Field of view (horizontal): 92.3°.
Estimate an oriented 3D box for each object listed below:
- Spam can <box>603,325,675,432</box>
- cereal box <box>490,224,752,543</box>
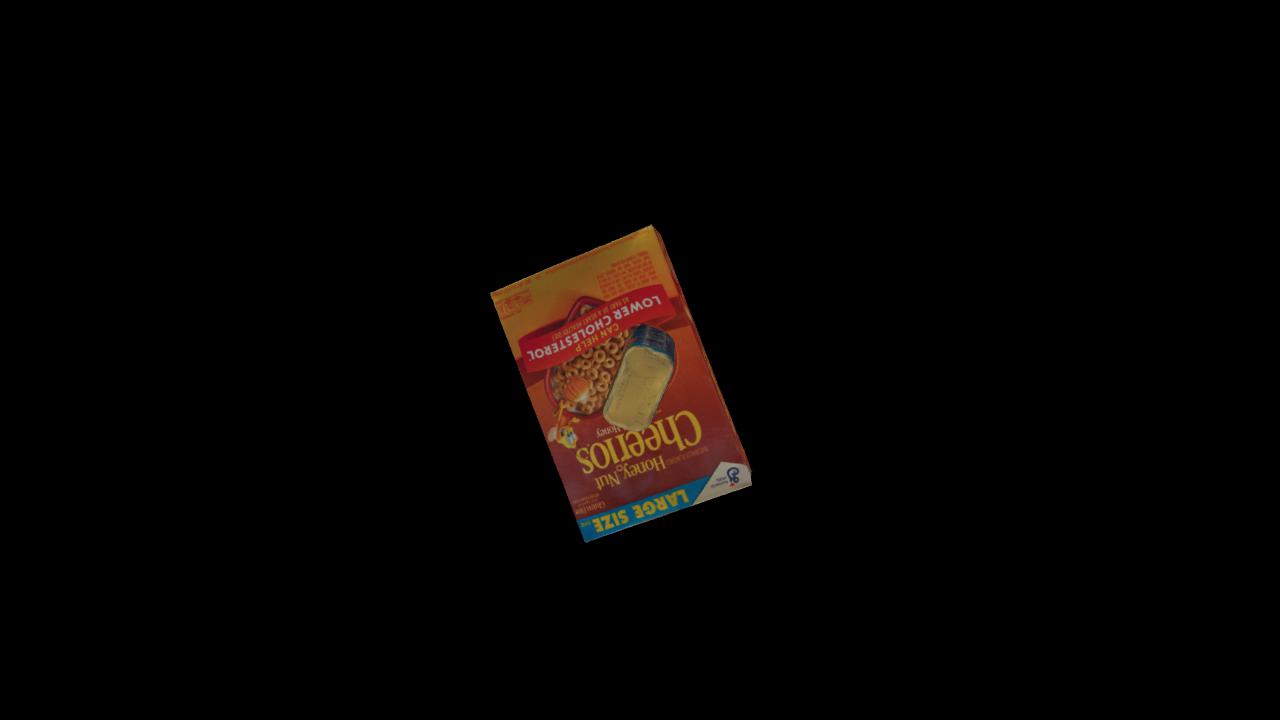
[{"bbox_3d":[0.001,0.015,0.660,0.058,0.101,0.085,20,25,-4],"label":"Spam can"},{"bbox_3d":[-0.019,0.028,0.702,0.203,0.306,0.081,-21,-1,10],"label":"cereal box"}]
